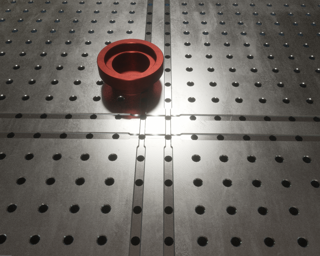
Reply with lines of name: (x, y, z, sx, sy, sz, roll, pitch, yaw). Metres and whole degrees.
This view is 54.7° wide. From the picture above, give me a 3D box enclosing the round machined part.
round machined part: (-0.044, -0.090, 0.472, 0.099, 0.042, 0.098, 0, 50, 0)
